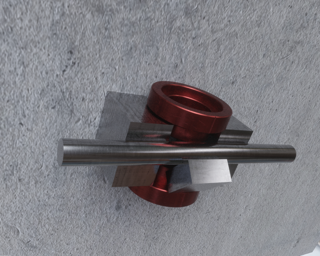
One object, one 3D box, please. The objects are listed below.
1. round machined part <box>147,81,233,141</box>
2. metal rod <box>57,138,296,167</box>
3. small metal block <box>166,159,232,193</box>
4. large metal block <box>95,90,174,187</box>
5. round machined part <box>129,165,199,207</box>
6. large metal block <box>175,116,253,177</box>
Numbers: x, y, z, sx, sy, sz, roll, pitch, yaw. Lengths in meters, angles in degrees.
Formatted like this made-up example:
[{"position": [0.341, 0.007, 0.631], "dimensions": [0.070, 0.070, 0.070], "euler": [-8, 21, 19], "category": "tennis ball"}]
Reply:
[{"position": [0.032, -0.017, 0.368], "dimensions": [0.099, 0.098, 0.042], "euler": [4, 118, -30], "category": "round machined part"}, {"position": [0.044, 0.028, 0.346], "dimensions": [0.302, 0.025, 0.025], "euler": [3, 117, -30], "category": "metal rod"}, {"position": [0.042, 0.054, 0.343], "dimensions": [0.050, 0.025, 0.050], "euler": [2, 158, -28], "category": "small metal block"}, {"position": [-0.035, 0.011, 0.360], "dimensions": [0.050, 0.080, 0.079], "euler": [4, 116, -31], "category": "large metal block"}, {"position": [0.008, 0.056, 0.400], "dimensions": [0.099, 0.098, 0.042], "euler": [4, 111, -31], "category": "round machined part"}, {"position": [0.067, 0.018, 0.421], "dimensions": [0.050, 0.080, 0.079], "euler": [4, 117, -30], "category": "large metal block"}]
